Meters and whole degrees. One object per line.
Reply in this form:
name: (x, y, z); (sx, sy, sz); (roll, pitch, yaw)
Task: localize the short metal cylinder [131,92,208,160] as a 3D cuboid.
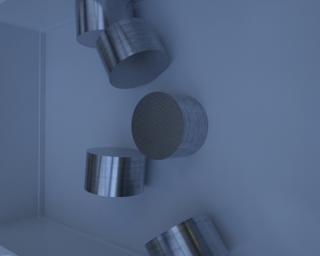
short metal cylinder: (0.011, -0.003, 0.379); (0.080, 0.050, 0.079); (0, 90, 39)

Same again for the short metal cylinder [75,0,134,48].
short metal cylinder: (-0.076, -0.147, 0.431); (0.080, 0.081, 0.050); (-6, 86, 39)

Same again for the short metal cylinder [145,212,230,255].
short metal cylinder: (0.030, 0.136, 0.345); (0.080, 0.081, 0.050); (-43, 64, 31)

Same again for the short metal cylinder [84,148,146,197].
short metal cylinder: (-0.060, 0.057, 0.418); (0.080, 0.081, 0.050); (8, 95, 39)

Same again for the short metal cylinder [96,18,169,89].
short metal cylinder: (-0.035, -0.094, 0.398); (0.080, 0.081, 0.050); (-37, 68, 33)
